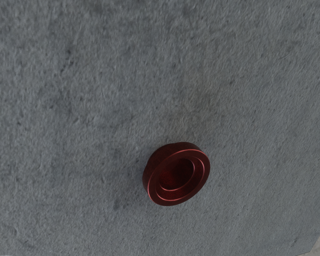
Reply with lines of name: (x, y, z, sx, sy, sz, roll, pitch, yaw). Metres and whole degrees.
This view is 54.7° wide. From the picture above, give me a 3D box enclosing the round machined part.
round machined part: (0.020, 0.061, 0.446, 0.099, 0.042, 0.097, -14, 125, -21)
